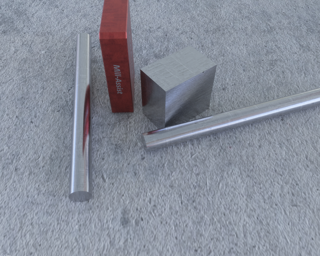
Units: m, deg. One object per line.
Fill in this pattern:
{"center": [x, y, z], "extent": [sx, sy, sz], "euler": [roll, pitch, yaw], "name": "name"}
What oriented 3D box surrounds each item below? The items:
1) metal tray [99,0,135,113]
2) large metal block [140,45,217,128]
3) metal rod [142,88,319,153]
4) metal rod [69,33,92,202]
{"center": [-0.053, -0.094, 0.413], "extent": [0.030, 0.129, 0.090], "euler": [-2, 50, -2], "name": "metal tray"}
{"center": [0.023, -0.050, 0.410], "extent": [0.081, 0.080, 0.050], "euler": [-30, 57, -23], "name": "large metal block"}
{"center": [0.123, -0.018, 0.419], "extent": [0.302, 0.025, 0.025], "euler": [-14, 52, -12], "name": "metal rod"}
{"center": [-0.108, -0.039, 0.434], "extent": [0.025, 0.025, 0.300], "euler": [-6, 50, -6], "name": "metal rod"}
